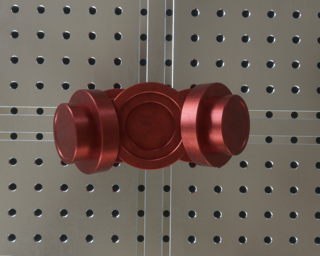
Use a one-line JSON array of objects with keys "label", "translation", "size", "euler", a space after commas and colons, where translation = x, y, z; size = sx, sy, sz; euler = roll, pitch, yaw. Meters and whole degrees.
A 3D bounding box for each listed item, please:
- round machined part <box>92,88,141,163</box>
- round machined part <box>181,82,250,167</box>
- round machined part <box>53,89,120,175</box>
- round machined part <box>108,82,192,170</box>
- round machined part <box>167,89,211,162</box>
[{"label": "round machined part", "translation": [-0.055, -0.003, 0.404], "size": [0.099, 0.042, 0.097], "euler": [0, 90, -1]}, {"label": "round machined part", "translation": [0.069, -0.004, 0.355], "size": [0.042, 0.099, 0.097], "euler": [0, 90, 40]}, {"label": "round machined part", "translation": [-0.089, 0.005, 0.353], "size": [0.042, 0.098, 0.097], "euler": [-6, 90, -38]}, {"label": "round machined part", "translation": [-0.011, -0.002, 0.362], "size": [0.099, 0.042, 0.097], "euler": [0, 90, -1]}, {"label": "round machined part", "translation": [0.043, -0.003, 0.405], "size": [0.099, 0.042, 0.097], "euler": [0, 90, -1]}]
